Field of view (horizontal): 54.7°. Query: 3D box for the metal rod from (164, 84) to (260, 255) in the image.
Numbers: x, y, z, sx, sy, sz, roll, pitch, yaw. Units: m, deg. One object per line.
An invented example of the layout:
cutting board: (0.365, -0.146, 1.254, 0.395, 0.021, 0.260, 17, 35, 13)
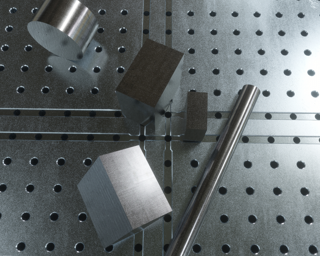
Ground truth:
metal rod: (0.060, 0.072, 0.386, 0.025, 0.025, 0.300, 26, 72, 8)

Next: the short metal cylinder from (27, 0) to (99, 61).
short metal cylinder: (-0.134, -0.139, 0.432, 0.080, 0.080, 0.050, 20, 71, 7)

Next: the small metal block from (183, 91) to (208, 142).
small metal block: (0.046, -0.014, 0.404, 0.025, 0.050, 0.050, 4, 70, 1)

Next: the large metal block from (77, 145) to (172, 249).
large metal block: (-0.043, 0.077, 0.346, 0.050, 0.080, 0.080, -14, 67, -39)

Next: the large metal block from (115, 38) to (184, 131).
large metal block: (-0.011, -0.053, 0.402, 0.050, 0.080, 0.080, 25, 72, 8)
